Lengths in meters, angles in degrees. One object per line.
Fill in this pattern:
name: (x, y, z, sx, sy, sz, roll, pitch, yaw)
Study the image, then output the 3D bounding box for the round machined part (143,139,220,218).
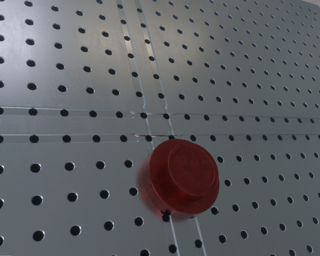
round machined part: (0.032, 0.056, 0.379, 0.099, 0.042, 0.098, 13, 56, -21)
